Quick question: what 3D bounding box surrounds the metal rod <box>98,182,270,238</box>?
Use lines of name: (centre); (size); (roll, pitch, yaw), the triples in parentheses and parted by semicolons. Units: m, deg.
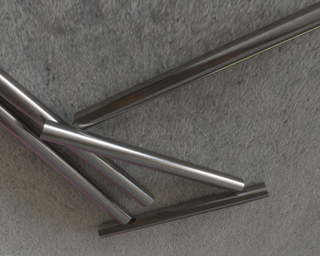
metal rod: (0.032, 0.144, 0.530); (0.301, 0.025, 0.025); (-18, 128, 14)

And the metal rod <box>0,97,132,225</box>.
metal rod: (-0.136, 0.059, 0.455); (0.025, 0.025, 0.300); (-24, 127, 19)

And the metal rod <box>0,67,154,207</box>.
metal rod: (-0.107, 0.027, 0.428); (0.025, 0.025, 0.300); (-29, 125, 22)

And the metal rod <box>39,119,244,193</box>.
metal rod: (-0.009, 0.046, 0.429); (0.302, 0.025, 0.025); (19, 128, -22)

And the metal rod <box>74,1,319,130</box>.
metal rod: (0.031, -0.062, 0.354); (0.300, 0.025, 0.025); (-22, 127, 17)
